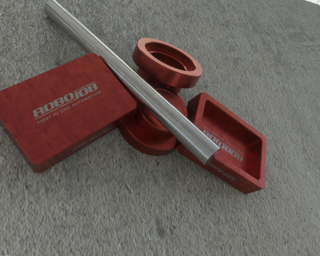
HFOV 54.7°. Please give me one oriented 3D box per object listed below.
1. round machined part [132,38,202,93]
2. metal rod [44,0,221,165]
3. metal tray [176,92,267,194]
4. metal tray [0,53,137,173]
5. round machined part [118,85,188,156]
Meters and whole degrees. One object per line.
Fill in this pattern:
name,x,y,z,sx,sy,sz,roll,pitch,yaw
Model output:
round machined part,0.006,-0.083,0.434,0.099,0.042,0.098,20,32,-13
metal rod,-0.046,-0.067,0.378,0.300,0.025,0.025,44,50,19
metal tray,0.089,0.021,0.423,0.130,0.030,0.090,33,51,-20
metal tray,-0.103,-0.022,0.346,0.131,0.030,0.090,-33,77,-29
round machined part,-0.004,-0.016,0.403,0.099,0.042,0.098,14,56,-21
